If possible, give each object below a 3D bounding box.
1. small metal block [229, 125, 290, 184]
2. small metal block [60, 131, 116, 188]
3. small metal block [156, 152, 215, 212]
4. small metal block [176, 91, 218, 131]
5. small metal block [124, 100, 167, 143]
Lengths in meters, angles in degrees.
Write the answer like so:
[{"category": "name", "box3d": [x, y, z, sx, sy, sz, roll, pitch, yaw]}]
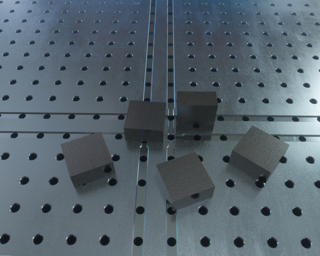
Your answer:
[{"category": "small metal block", "box3d": [0.122, 0.031, 0.382, 0.050, 0.025, 0.050, 32, 57, 24]}, {"category": "small metal block", "box3d": [-0.087, 0.037, 0.376, 0.050, 0.025, 0.050, -18, 52, -15]}, {"category": "small metal block", "box3d": [0.028, 0.061, 0.357, 0.050, 0.025, 0.050, -17, 52, -14]}, {"category": "small metal block", "box3d": [0.047, -0.022, 0.410, 0.050, 0.050, 0.025, 0, 50, 0]}, {"category": "small metal block", "box3d": [-0.018, -0.009, 0.416, 0.050, 0.025, 0.050, 4, 50, 3]}]
